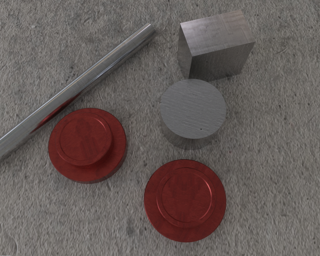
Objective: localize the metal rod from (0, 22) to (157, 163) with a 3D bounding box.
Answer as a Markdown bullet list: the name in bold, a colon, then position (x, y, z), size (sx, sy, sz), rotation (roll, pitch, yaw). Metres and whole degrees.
- **metal rod**: position (-0.121, -0.048, 0.424), size (0.301, 0.025, 0.025), rotation (-42, 76, -14)

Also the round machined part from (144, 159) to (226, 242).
- **round machined part**: position (0.030, 0.084, 0.368), size (0.099, 0.042, 0.098), rotation (0, 70, 0)

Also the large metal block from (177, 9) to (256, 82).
- **large metal block**: position (0.070, -0.104, 0.417), size (0.081, 0.080, 0.050), rotation (-15, 71, -5)

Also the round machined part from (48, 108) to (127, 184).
- **round machined part**: position (-0.092, 0.019, 0.391), size (0.099, 0.042, 0.098), rotation (0, 70, 0)

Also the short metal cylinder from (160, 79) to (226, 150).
- **short metal cylinder**: position (0.041, -0.016, 0.401), size (0.081, 0.050, 0.080), rotation (0, 70, 0)
